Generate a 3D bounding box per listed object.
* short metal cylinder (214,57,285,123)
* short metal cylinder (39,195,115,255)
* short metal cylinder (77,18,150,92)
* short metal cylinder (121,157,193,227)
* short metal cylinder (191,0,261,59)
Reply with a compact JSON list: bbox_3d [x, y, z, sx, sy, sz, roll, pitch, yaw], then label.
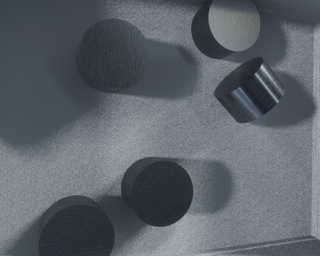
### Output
[{"bbox_3d":[0.122,-0.052,0.428,0.080,0.080,0.050,-47,105,-14],"label":"short metal cylinder"},{"bbox_3d":[-0.098,0.124,0.362,0.081,0.050,0.079,0,90,-21],"label":"short metal cylinder"},{"bbox_3d":[-0.058,-0.085,0.376,0.081,0.050,0.079,0,90,-20],"label":"short metal cylinder"},{"bbox_3d":[-0.005,0.079,0.397,0.081,0.050,0.079,0,90,-21],"label":"short metal cylinder"},{"bbox_3d":[0.091,-0.141,0.432,0.081,0.050,0.079,0,90,-20],"label":"short metal cylinder"}]
